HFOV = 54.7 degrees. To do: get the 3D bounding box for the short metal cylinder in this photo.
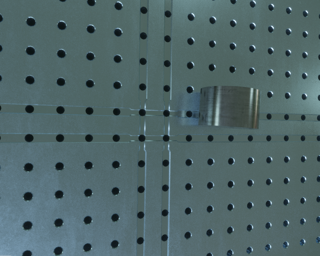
[{"bbox_3d":[0.093,-0.026,0.419,0.081,0.080,0.050,4,89,-20],"label":"short metal cylinder"}]
